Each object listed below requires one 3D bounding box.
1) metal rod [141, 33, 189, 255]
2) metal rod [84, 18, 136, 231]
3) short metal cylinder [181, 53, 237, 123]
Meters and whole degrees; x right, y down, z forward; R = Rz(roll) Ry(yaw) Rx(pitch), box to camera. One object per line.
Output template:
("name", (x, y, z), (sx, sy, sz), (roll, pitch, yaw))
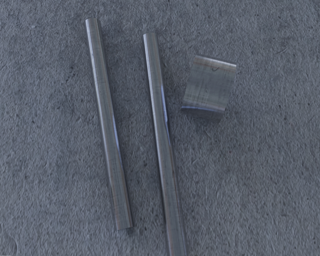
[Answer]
("metal rod", (0.003, 0.007, 0.405), (0.025, 0.025, 0.299), (-6, 70, -2))
("metal rod", (-0.071, -0.019, 0.414), (0.025, 0.025, 0.299), (-11, 70, -4))
("short metal cylinder", (0.062, -0.051, 0.398), (0.050, 0.080, 0.080), (15, 71, 5))
